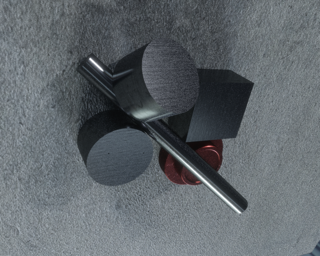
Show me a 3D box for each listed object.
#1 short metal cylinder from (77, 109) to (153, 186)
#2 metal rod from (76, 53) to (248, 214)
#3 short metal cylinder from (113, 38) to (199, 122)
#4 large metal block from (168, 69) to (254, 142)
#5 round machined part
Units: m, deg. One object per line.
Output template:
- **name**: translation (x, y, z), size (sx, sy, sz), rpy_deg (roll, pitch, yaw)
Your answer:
- **short metal cylinder**: translation (-0.055, 0.023, 0.378), size (0.081, 0.050, 0.079), rpy_deg (-14, 124, -21)
- **metal rod**: translation (0.020, 0.023, 0.389), size (0.025, 0.025, 0.300), rpy_deg (-45, 116, 3)
- **short metal cylinder**: translation (-0.003, -0.050, 0.335), size (0.081, 0.050, 0.080), rpy_deg (11, 74, -40)
- **large metal block**: translation (0.064, -0.031, 0.406), size (0.081, 0.050, 0.079), rpy_deg (-3, 120, -27)
- **round machined part**: translation (0.051, 0.045, 0.452), size (0.099, 0.042, 0.097), rpy_deg (-14, 124, -21)
